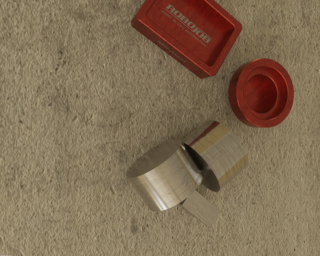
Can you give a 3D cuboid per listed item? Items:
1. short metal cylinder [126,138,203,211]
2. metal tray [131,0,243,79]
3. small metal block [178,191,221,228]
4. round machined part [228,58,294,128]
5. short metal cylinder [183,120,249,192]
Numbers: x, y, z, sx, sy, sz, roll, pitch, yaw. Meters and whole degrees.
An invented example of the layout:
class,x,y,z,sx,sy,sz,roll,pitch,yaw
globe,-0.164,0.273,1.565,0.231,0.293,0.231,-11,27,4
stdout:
class,x,y,z,sx,sy,sz,roll,pitch,yaw
short metal cylinder,0.006,0.056,0.382,0.080,0.080,0.050,-36,102,-16
metal tray,0.039,-0.139,0.420,0.130,0.030,0.090,34,79,-17
small metal block,0.044,0.101,0.412,0.050,0.050,0.025,41,77,-16
round machined part,0.142,-0.049,0.453,0.099,0.042,0.097,0,90,-20
short metal cylinder,0.067,0.036,0.405,0.050,0.080,0.080,-37,102,-16
